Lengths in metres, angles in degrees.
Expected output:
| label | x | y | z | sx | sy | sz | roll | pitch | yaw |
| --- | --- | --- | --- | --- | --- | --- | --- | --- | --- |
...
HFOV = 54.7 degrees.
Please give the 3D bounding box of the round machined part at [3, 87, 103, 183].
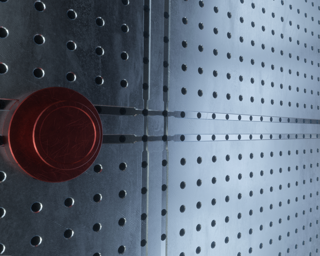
| label | x | y | z | sx | sy | sz | roll | pitch | yaw |
| --- | --- | --- | --- | --- | --- | --- | --- | --- | --- |
| round machined part | -0.101 | 0.007 | 0.315 | 0.099 | 0.042 | 0.097 | 0 | 90 | -40 |
